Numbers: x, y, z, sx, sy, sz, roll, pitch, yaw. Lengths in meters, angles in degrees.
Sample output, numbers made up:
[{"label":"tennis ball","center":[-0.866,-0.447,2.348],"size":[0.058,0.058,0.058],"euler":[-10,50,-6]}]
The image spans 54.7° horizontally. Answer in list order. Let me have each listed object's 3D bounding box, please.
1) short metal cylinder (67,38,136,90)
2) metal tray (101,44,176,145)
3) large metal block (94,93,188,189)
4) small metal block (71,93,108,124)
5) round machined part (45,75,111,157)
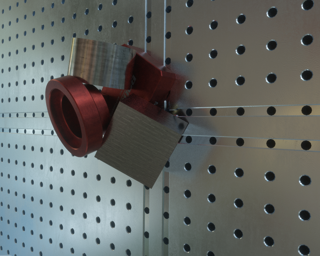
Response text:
[{"label":"short metal cylinder","center":[-0.074,-0.080,0.392],"size":[0.080,0.081,0.050],"euler":[17,101,38]},{"label":"metal tray","center":[-0.043,-0.041,0.440],"size":[0.090,0.030,0.129],"euler":[42,115,31]},{"label":"large metal block","center":[-0.022,0.015,0.386],"size":[0.080,0.050,0.079],"euler":[29,111,3]},{"label":"small metal block","center":[-0.106,-0.027,0.437],"size":[0.025,0.050,0.050],"euler":[24,105,37]},{"label":"round machined part","center":[-0.097,-0.017,0.379],"size":[0.098,0.042,0.097],"euler":[28,130,40]}]
